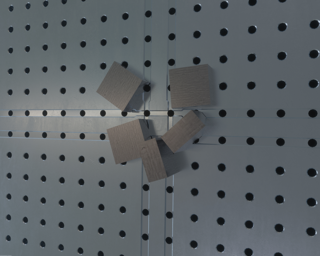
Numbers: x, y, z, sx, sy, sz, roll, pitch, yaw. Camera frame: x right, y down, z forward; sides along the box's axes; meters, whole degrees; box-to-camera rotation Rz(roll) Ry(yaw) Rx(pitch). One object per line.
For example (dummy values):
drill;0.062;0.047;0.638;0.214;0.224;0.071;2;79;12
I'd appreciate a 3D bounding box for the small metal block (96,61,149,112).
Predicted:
small metal block;-0.052;-0.057;0.431;0.050;0.025;0.050;36;102;16

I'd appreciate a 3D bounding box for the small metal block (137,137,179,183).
small metal block;-0.001;0.039;0.400;0.025;0.050;0.050;-19;84;19

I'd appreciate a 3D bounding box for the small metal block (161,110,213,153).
small metal block;0.035;0.004;0.387;0.050;0.050;0.025;-42;77;15

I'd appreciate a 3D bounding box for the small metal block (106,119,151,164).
small metal block;-0.040;0.019;0.427;0.050;0.025;0.050;-18;84;19

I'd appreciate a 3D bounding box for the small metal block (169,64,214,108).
small metal block;0.041;-0.052;0.398;0.050;0.025;0.050;-5;89;20
